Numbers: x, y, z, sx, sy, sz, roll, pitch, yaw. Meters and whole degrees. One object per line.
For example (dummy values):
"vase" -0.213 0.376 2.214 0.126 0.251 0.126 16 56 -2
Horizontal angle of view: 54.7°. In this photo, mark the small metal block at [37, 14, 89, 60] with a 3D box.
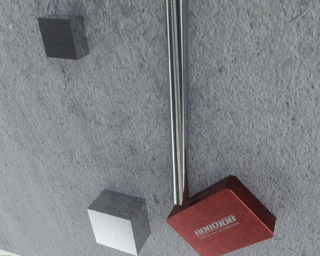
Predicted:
"small metal block" -0.123 -0.117 0.397 0.050 0.025 0.050 10 123 22

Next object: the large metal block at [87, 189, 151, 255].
"large metal block" -0.067 0.157 0.521 0.080 0.050 0.079 8 122 24

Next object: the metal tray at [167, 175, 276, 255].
"metal tray" 0.083 0.131 0.440 0.090 0.030 0.129 46 129 -5

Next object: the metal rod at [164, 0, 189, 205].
"metal rod" 0.023 -0.024 0.378 0.025 0.025 0.298 10 123 22
